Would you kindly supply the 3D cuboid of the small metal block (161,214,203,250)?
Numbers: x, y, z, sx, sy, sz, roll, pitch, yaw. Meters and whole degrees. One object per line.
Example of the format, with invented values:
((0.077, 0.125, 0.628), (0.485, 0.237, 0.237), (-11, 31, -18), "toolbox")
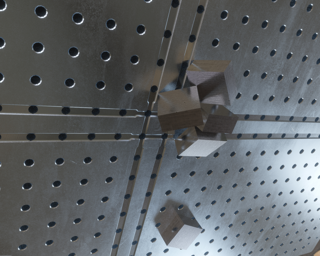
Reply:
((0.039, 0.183, 0.545), (0.050, 0.025, 0.050), (28, 103, -38), "small metal block")

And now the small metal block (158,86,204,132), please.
((0.025, -0.024, 0.382), (0.050, 0.050, 0.025), (-10, 127, 8), "small metal block")

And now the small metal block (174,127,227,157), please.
((0.057, 0.018, 0.438), (0.050, 0.025, 0.050), (5, 148, -31), "small metal block")

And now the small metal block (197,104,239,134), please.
((0.069, -0.017, 0.421), (0.050, 0.050, 0.025), (4, 116, -30), "small metal block")

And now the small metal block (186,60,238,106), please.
((0.066, -0.057, 0.391), (0.025, 0.050, 0.050), (-54, 138, -34), "small metal block")
